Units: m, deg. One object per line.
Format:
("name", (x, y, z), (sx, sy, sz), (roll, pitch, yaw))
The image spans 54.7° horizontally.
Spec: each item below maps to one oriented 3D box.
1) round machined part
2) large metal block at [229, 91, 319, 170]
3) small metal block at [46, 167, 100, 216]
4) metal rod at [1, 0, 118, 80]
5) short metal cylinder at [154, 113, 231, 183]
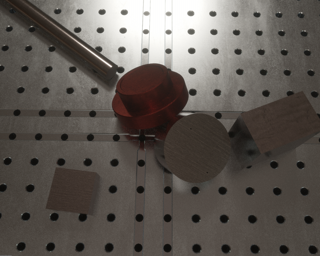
("round machined part", (-0.016, -0.047, 0.395), (0.098, 0.042, 0.098), (-14, 39, 12))
("large metal block", (0.137, 0.006, 0.382), (0.080, 0.080, 0.050), (-20, 72, -8))
("small metal block", (-0.106, 0.078, 0.382), (0.050, 0.025, 0.050), (7, 70, 2))
("metal rod", (-0.185, -0.168, 0.470), (0.300, 0.025, 0.025), (37, 74, 12))
("short metal cylinder", (0.037, 0.022, 0.375), (0.081, 0.050, 0.079), (-1, 94, -14))
